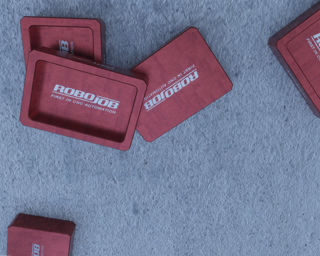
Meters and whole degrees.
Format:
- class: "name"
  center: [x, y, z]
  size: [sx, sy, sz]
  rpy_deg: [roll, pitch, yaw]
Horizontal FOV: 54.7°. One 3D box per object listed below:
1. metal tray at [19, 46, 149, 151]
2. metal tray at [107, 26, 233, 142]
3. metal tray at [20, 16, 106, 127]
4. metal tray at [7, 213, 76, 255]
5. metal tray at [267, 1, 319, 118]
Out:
- class: "metal tray"
  center: [-0.087, -0.033, 0.361]
  size: [0.131, 0.030, 0.089]
  rpy_deg: [15, 109, -6]
- class: "metal tray"
  center: [0.012, -0.053, 0.388]
  size: [0.130, 0.030, 0.090]
  rpy_deg: [-33, 107, 11]
- class: "metal tray"
  center: [-0.113, -0.068, 0.380]
  size: [0.091, 0.030, 0.129]
  rpy_deg: [2, 110, -1]
- class: "metal tray"
  center: [-0.185, 0.200, 0.479]
  size: [0.091, 0.030, 0.129]
  rpy_deg: [11, 110, -4]
- class: "metal tray"
  center: [0.207, -0.081, 0.378]
  size: [0.090, 0.030, 0.130]
  rpy_deg: [-37, 106, 12]
